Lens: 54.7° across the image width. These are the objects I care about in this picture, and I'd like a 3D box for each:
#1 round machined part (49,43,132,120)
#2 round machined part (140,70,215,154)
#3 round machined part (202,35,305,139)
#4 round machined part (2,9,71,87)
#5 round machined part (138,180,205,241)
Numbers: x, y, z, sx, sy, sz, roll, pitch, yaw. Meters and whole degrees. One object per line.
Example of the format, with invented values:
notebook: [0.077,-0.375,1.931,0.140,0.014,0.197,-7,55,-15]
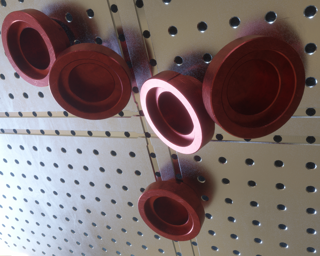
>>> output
round machined part: [-0.084,-0.061,0.389,0.099,0.042,0.097,-1,128,-1]
round machined part: [0.025,-0.022,0.357,0.098,0.042,0.097,36,146,30]
round machined part: [0.087,-0.042,0.307,0.099,0.042,0.097,-5,111,-14]
round machined part: [-0.158,-0.107,0.411,0.098,0.042,0.097,16,124,25]
round machined part: [0.020,0.117,0.461,0.098,0.042,0.097,13,124,20]
